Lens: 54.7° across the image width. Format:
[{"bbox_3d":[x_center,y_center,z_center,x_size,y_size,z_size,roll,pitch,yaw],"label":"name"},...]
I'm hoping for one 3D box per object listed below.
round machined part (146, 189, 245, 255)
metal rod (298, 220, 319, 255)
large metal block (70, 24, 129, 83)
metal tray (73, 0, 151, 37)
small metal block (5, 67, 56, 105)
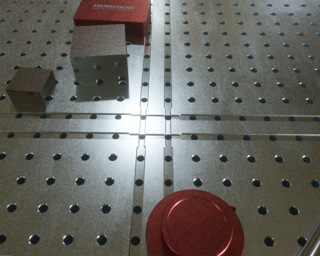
[{"bbox_3d":[0.035,0.104,0.309,0.099,0.042,0.098,0,50,0],"label":"round machined part"},{"bbox_3d":[0.131,0.143,0.289,0.025,0.025,0.302,36,58,26],"label":"metal rod"},{"bbox_3d":[-0.093,-0.118,0.490,0.081,0.050,0.080,-4,50,-4],"label":"large metal block"},{"bbox_3d":[-0.086,-0.212,0.582,0.131,0.030,0.090,4,50,3],"label":"metal tray"},{"bbox_3d":[-0.189,-0.063,0.458,0.050,0.025,0.050,5,50,4],"label":"small metal block"}]
